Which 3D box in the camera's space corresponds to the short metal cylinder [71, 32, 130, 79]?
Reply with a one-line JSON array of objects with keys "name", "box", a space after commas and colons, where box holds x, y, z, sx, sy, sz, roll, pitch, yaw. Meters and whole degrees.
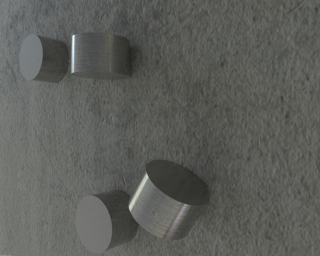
[{"name": "short metal cylinder", "box": [-0.083, -0.098, 0.435, 0.080, 0.081, 0.050, 3, 92, 39]}]

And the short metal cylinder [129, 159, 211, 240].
[{"name": "short metal cylinder", "box": [0.011, 0.081, 0.359, 0.080, 0.081, 0.050, 40, 114, 32]}]

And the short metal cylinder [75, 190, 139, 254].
[{"name": "short metal cylinder", "box": [-0.078, 0.134, 0.450, 0.080, 0.050, 0.079, 0, 90, 39]}]

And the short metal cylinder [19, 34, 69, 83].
[{"name": "short metal cylinder", "box": [-0.209, -0.123, 0.558, 0.080, 0.050, 0.079, 0, 90, 39]}]
